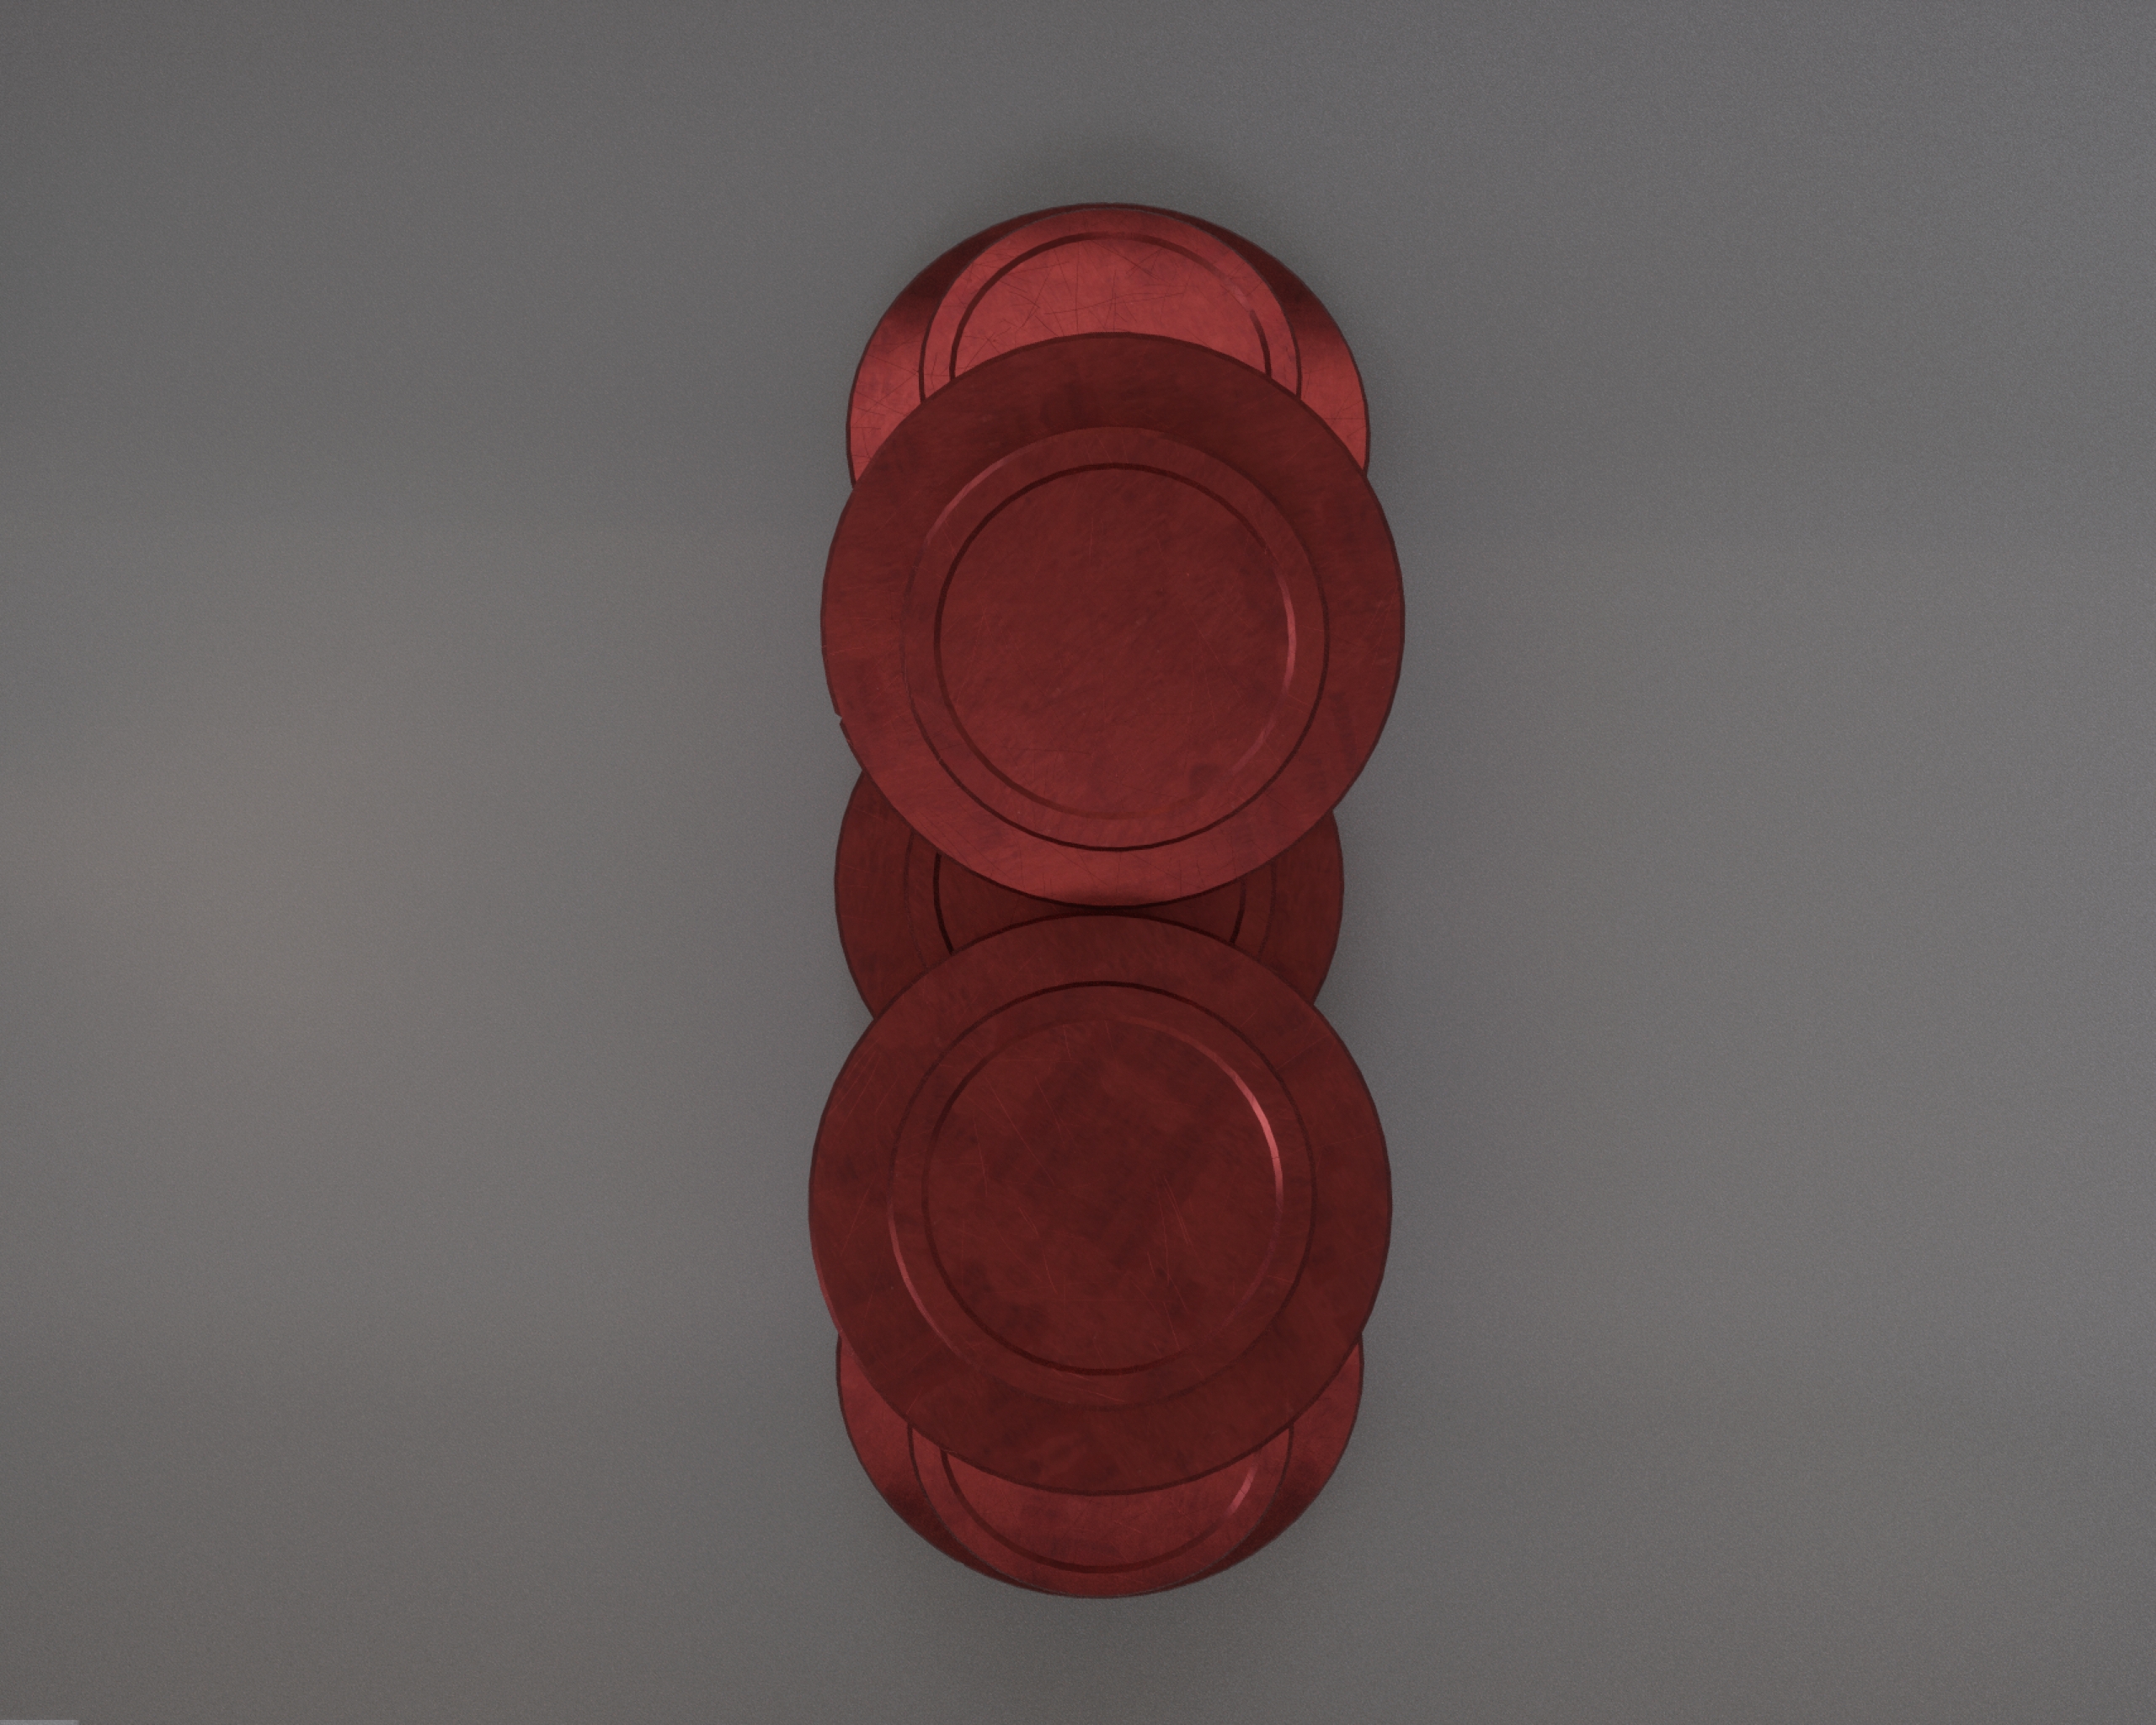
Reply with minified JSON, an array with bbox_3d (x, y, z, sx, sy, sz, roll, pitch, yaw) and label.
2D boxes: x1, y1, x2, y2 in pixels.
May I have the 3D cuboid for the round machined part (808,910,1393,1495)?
[{"bbox_3d":[0.004,0.056,0.350,0.099,0.042,0.098,0,79,0],"label":"round machined part"}]

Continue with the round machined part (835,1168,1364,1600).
[{"bbox_3d":[0.004,0.095,0.388,0.099,0.042,0.097,0,105,0],"label":"round machined part"}]

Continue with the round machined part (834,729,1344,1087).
[{"bbox_3d":[0.002,0.004,0.401,0.099,0.042,0.097,0,89,0],"label":"round machined part"}]

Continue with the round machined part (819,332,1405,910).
[{"bbox_3d":[0.006,-0.039,0.350,0.099,0.042,0.097,0,102,0],"label":"round machined part"}]

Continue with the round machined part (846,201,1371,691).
[{"bbox_3d":[0.006,-0.082,0.390,0.099,0.042,0.098,0,74,-1],"label":"round machined part"}]
